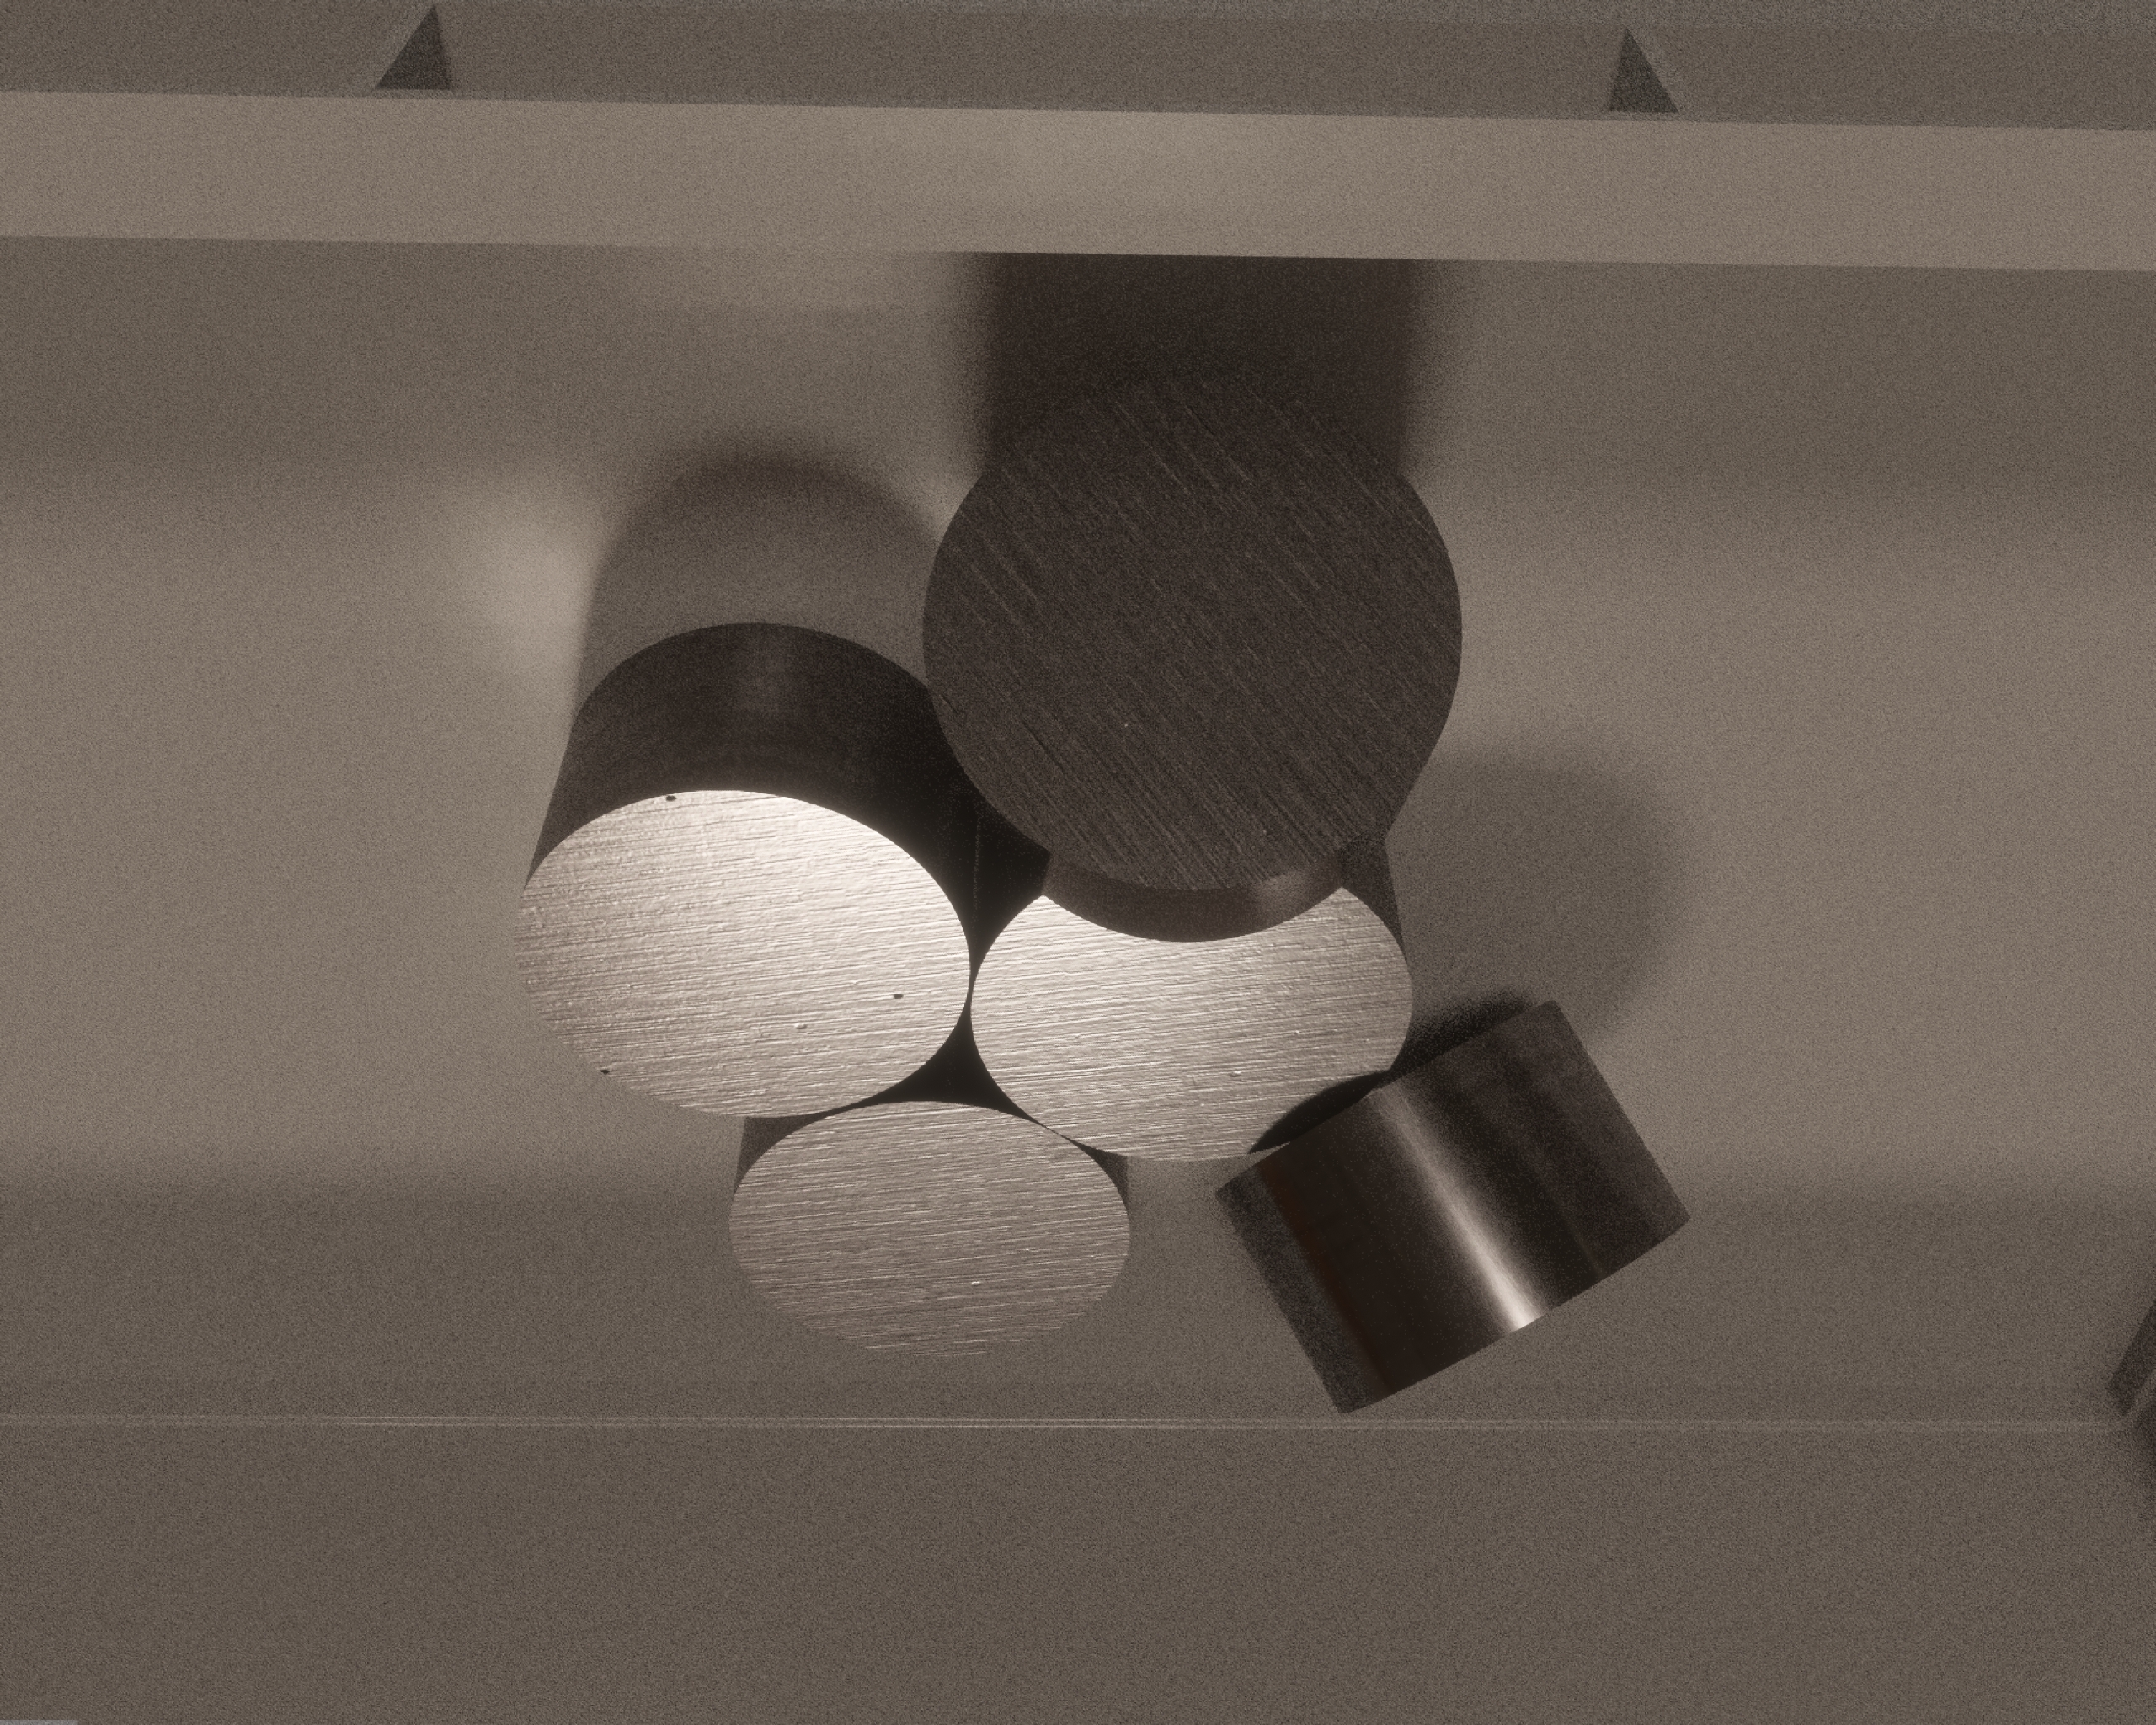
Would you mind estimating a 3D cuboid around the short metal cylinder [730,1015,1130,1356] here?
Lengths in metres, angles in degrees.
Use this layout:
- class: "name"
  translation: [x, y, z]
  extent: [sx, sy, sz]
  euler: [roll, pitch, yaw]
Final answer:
- class: "short metal cylinder"
  translation: [-0.030, 0.059, 0.440]
  extent: [0.081, 0.050, 0.079]
  euler: [0, 130, 0]

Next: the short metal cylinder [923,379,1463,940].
- class: "short metal cylinder"
  translation: [0.018, -0.030, 0.336]
  extent: [0.081, 0.080, 0.050]
  euler: [-2, 169, 1]

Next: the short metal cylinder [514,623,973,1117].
- class: "short metal cylinder"
  translation: [-0.060, 0.002, 0.391]
  extent: [0.081, 0.050, 0.079]
  euler: [0, 130, 0]

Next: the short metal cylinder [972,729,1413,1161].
- class: "short metal cylinder"
  translation: [0.021, 0.012, 0.401]
  extent: [0.081, 0.050, 0.079]
  euler: [0, 130, 0]

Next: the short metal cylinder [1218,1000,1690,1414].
- class: "short metal cylinder"
  translation: [0.075, 0.070, 0.424]
  extent: [0.080, 0.050, 0.080]
  euler: [-28, 168, -7]
